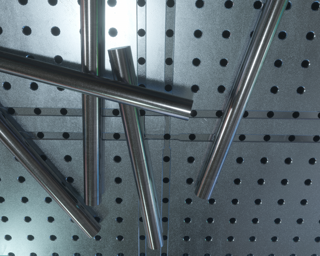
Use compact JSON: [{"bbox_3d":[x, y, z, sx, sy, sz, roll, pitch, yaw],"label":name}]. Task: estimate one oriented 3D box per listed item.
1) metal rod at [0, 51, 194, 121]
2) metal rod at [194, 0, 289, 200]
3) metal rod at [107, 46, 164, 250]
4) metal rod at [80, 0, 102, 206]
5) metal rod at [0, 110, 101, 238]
[{"bbox_3d":[-0.110,-0.058,0.366,0.302,0.025,0.025,15,110,3],"label":"metal rod"},{"bbox_3d":[0.103,-0.038,0.400,0.025,0.025,0.298,15,109,-6],"label":"metal rod"},{"bbox_3d":[-0.029,0.041,0.428,0.025,0.025,0.298,-8,110,3],"label":"metal rod"},{"bbox_3d":[-0.088,-0.033,0.400,0.025,0.025,0.298,3,110,-2],"label":"metal rod"},{"bbox_3d":[-0.181,0.040,0.425,0.025,0.025,0.299,-32,108,10],"label":"metal rod"}]
